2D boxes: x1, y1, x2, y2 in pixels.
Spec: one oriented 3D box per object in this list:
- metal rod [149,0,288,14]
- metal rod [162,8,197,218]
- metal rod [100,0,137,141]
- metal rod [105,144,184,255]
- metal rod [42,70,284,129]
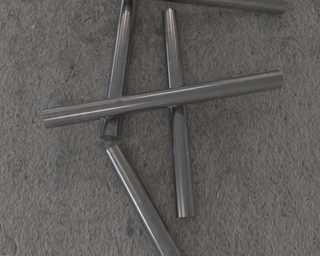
[{"bbox_3d":[0.041,-0.199,0.463,0.302,0.025,0.025,4,70,-6],"label":"metal rod"},{"bbox_3d":[0.023,-0.034,0.420,0.025,0.025,0.299,-3,70,-1],"label":"metal rod"},{"bbox_3d":[-0.054,-0.127,0.453,0.025,0.025,0.299,4,70,1],"label":"metal rod"},{"bbox_3d":[0.015,0.149,0.353,0.025,0.025,0.299,-28,73,-10],"label":"metal rod"},{"bbox_3d":[0.007,-0.037,0.393,0.302,0.025,0.025,-10,71,-4],"label":"metal rod"}]
